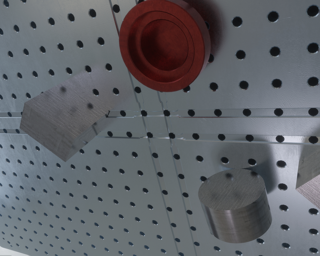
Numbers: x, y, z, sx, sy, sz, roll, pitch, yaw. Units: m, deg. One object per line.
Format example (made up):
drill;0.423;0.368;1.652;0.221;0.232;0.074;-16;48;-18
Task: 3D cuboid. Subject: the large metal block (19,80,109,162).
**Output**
large metal block;-0.134;-0.012;0.439;0.080;0.080;0.050;36;129;4

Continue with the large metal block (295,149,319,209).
large metal block;0.204;0.055;0.321;0.080;0.050;0.080;40;129;1

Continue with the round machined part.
round machined part;0.008;-0.092;0.339;0.098;0.042;0.097;13;124;21

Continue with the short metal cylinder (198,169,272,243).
short metal cylinder;0.093;0.094;0.385;0.080;0.080;0.050;-5;116;30
